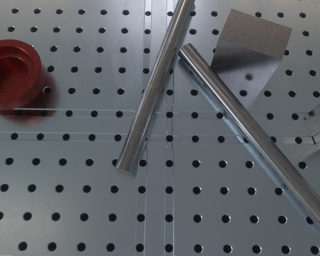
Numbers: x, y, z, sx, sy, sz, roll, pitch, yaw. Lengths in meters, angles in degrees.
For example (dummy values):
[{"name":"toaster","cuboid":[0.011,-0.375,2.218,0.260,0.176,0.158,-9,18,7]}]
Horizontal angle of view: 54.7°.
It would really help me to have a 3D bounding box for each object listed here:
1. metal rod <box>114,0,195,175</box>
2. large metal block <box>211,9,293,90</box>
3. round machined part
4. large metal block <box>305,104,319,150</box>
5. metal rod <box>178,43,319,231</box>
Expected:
[{"name":"metal rod","cuboid":[0.000,-0.079,0.440,0.025,0.025,0.299,17,71,6]},{"name":"large metal block","cuboid":[0.119,-0.104,0.421,0.080,0.080,0.050,21,72,7]},{"name":"round machined part","cuboid":[-0.206,-0.069,0.426,0.099,0.042,0.098,0,70,0]},{"name":"large metal block","cuboid":[0.247,-0.015,0.390,0.081,0.080,0.050,-12,71,-4]},{"name":"metal rod","cuboid":[0.120,0.002,0.411,0.025,0.025,0.299,-32,73,-11]}]
